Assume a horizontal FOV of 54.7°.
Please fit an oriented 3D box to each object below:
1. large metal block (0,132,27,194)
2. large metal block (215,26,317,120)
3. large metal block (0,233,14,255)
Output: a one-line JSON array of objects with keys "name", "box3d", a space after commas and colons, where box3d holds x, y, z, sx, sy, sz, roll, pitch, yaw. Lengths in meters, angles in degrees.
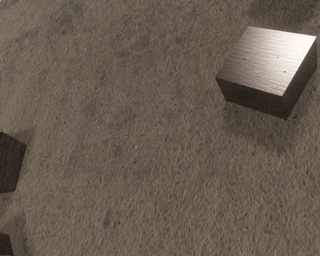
[{"name": "large metal block", "box3d": [-0.269, 0.060, 0.490, 0.080, 0.050, 0.080, -13, 56, 20]}, {"name": "large metal block", "box3d": [0.125, -0.066, 0.362, 0.080, 0.050, 0.080, 24, 75, 36]}, {"name": "large metal block", "box3d": [-0.234, 0.189, 0.392, 0.080, 0.050, 0.080, -40, 51, 0]}]
